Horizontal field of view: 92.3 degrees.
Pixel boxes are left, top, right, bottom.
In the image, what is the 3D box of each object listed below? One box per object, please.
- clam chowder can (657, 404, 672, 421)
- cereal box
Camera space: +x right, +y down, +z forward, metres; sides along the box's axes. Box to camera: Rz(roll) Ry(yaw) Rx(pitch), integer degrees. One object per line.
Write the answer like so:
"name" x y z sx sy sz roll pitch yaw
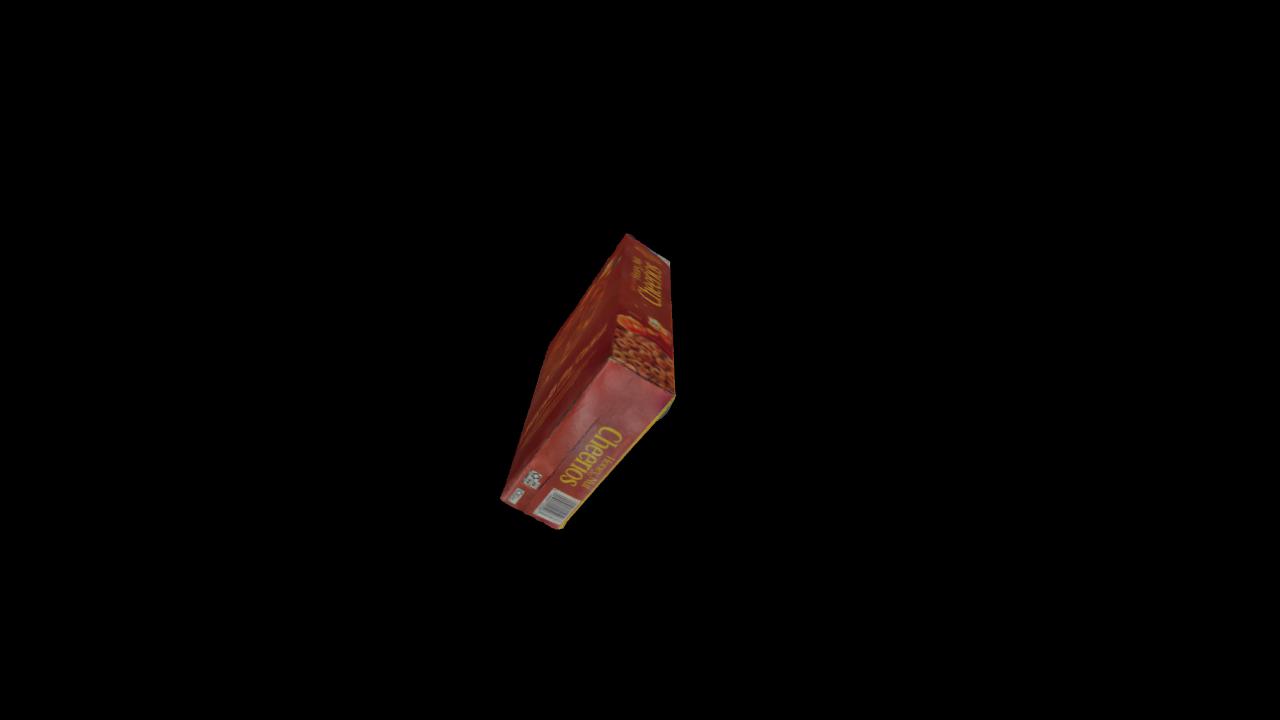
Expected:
"clam chowder can" -0.002 0.032 0.702 0.068 0.068 0.102 0 4 -6
"cereal box" -0.047 0.006 0.682 0.081 0.203 0.306 31 27 -15
